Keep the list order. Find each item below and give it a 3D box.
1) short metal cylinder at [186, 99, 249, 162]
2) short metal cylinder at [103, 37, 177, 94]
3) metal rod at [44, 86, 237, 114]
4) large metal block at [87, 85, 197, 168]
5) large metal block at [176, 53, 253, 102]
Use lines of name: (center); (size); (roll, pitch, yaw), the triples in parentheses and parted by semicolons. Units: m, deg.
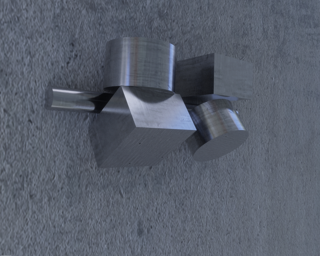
short metal cylinder: (0.073, 0.005, 0.423); (0.081, 0.080, 0.050); (2, 54, -40)
short metal cylinder: (-0.022, -0.066, 0.351); (0.081, 0.080, 0.050); (4, 88, -40)
metal rod: (0.003, -0.025, 0.411); (0.302, 0.025, 0.025); (3, 88, -40)
large metal block: (-0.022, 0.002, 0.344); (0.081, 0.080, 0.050); (3, 54, -40)
large metal block: (0.070, -0.065, 0.428); (0.081, 0.080, 0.050); (2, 89, -40)
